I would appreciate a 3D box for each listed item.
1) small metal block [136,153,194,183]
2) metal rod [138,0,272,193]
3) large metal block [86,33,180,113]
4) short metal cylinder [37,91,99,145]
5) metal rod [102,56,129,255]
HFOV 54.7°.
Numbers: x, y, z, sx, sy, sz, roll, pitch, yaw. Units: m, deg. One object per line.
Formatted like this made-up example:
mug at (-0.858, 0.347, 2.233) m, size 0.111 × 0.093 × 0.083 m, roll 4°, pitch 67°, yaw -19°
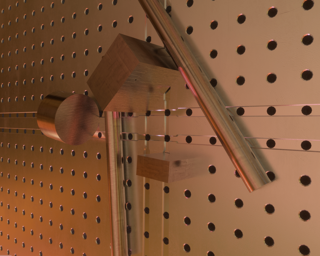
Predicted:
small metal block at (0.007, 0.048, 0.386) m, size 0.050 × 0.050 × 0.025 m, roll 7°, pitch 95°, yaw 39°
metal rod at (0.041, -0.063, 0.373) m, size 0.025 × 0.025 × 0.299 m, roll -41°, pitch 66°, yaw 32°
large metal block at (-0.033, -0.065, 0.398) m, size 0.080 × 0.081 × 0.050 m, roll -48°, pitch 62°, yaw 29°
short metal cylinder at (-0.144, -0.017, 0.489) m, size 0.050 × 0.081 × 0.079 m, roll 12°, pitch 98°, yaw 39°
metal rod at (-0.067, 0.041, 0.462) m, size 0.025 × 0.025 × 0.298 m, roll -5°, pitch 87°, yaw 39°
